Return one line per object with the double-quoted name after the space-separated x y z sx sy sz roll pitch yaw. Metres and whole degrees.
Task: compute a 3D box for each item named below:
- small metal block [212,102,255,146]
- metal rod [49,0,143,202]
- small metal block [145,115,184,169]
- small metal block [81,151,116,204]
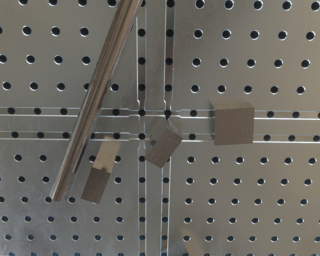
0.096 -0.006 0.413 0.050 0.025 0.050 -3 110 0 "small metal block"
-0.087 -0.030 0.401 0.025 0.025 0.298 22 108 -8 "metal rod"
0.005 0.017 0.407 0.025 0.050 0.050 31 107 -11 "small metal block"
-0.083 0.067 0.424 0.025 0.050 0.050 21 109 -8 "small metal block"
